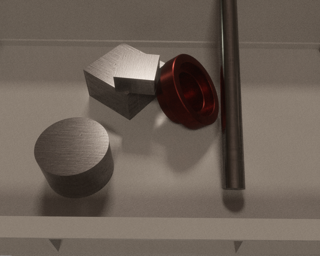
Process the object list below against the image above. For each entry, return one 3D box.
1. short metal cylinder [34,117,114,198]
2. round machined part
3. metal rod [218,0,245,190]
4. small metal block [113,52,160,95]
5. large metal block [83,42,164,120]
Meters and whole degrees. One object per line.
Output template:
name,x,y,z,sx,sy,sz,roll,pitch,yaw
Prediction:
short metal cylinder,-0.097,0.034,0.359,0.081,0.050,0.080,0,50,0
round machined part,0.033,-0.044,0.409,0.042,0.098,0.098,-23,38,37
metal rod,0.089,-0.073,0.395,0.025,0.025,0.299,2,72,1
small metal block,-0.029,-0.071,0.399,0.050,0.025,0.050,6,50,4
large metal block,-0.049,-0.069,0.446,0.080,0.050,0.080,31,56,23
